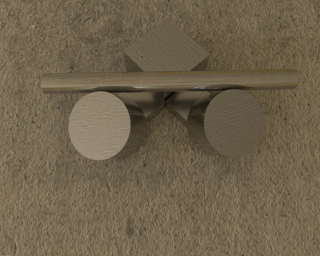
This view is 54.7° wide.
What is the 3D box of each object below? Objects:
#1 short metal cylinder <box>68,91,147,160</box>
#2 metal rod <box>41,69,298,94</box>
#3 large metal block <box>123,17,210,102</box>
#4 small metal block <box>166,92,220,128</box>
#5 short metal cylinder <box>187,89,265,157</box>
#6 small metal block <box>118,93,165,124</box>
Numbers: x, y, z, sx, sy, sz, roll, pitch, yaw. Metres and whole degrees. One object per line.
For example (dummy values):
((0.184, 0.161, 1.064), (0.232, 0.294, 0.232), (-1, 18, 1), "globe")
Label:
((-0.063, -0.002, 0.381), (0.080, 0.050, 0.080), (-1, 87, 18), "short metal cylinder")
((0.012, -0.056, 0.375), (0.302, 0.025, 0.025), (-1, 70, -1), "metal rod")
((0.008, -0.090, 0.427), (0.080, 0.050, 0.080), (-40, 75, -13), "large metal block")
((0.044, -0.031, 0.420), (0.050, 0.025, 0.050), (-42, 75, -14), "small metal block")
((0.080, -0.005, 0.384), (0.081, 0.050, 0.080), (0, 89, -18), "short metal cylinder")
((-0.029, -0.032, 0.421), (0.050, 0.025, 0.050), (-41, 75, -15), "small metal block")
